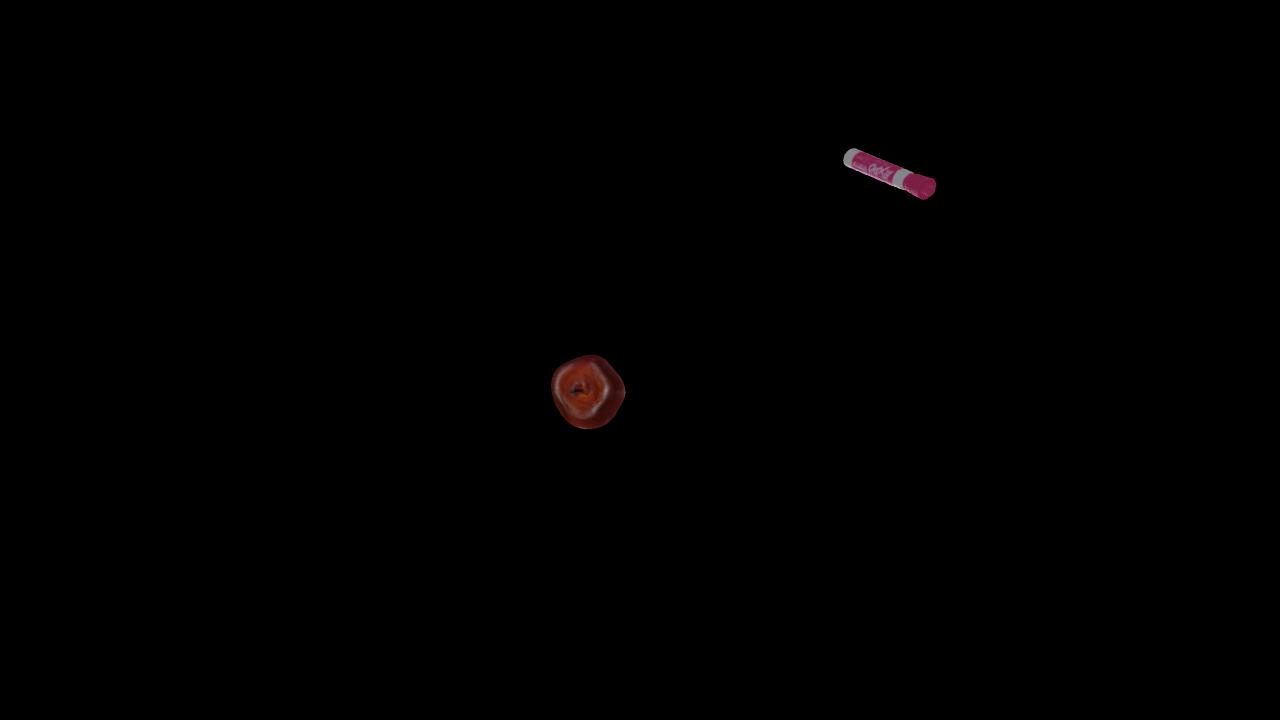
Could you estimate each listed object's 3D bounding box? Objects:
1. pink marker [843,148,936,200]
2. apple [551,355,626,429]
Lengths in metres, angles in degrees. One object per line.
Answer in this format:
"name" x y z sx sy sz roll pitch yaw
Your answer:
"pink marker" 0.231 -0.175 0.574 0.020 0.020 0.121 0 30 -19
"apple" -0.055 0.034 0.651 0.079 0.079 0.093 0 -7 11
